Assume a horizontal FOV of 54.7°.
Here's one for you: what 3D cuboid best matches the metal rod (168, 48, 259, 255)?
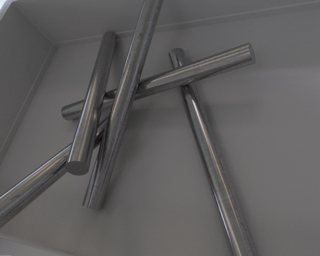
[{"bbox_3d":[0.053,0.009,0.372,0.025,0.025,0.299,-24,53,14],"label":"metal rod"}]

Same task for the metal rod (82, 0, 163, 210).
[{"bbox_3d":[-0.045,-0.043,0.406,0.025,0.025,0.299,12,83,33],"label":"metal rod"}]

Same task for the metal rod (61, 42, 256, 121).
[{"bbox_3d":[-0.022,-0.055,0.426,0.300,0.025,0.025,-14,56,29],"label":"metal rod"}]

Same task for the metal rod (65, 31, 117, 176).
[{"bbox_3d":[-0.089,-0.059,0.443,0.025,0.025,0.300,-19,40,17],"label":"metal rod"}]

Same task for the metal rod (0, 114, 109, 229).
[{"bbox_3d":[-0.131,0.057,0.337,0.025,0.025,0.302,4,30,30],"label":"metal rod"}]
